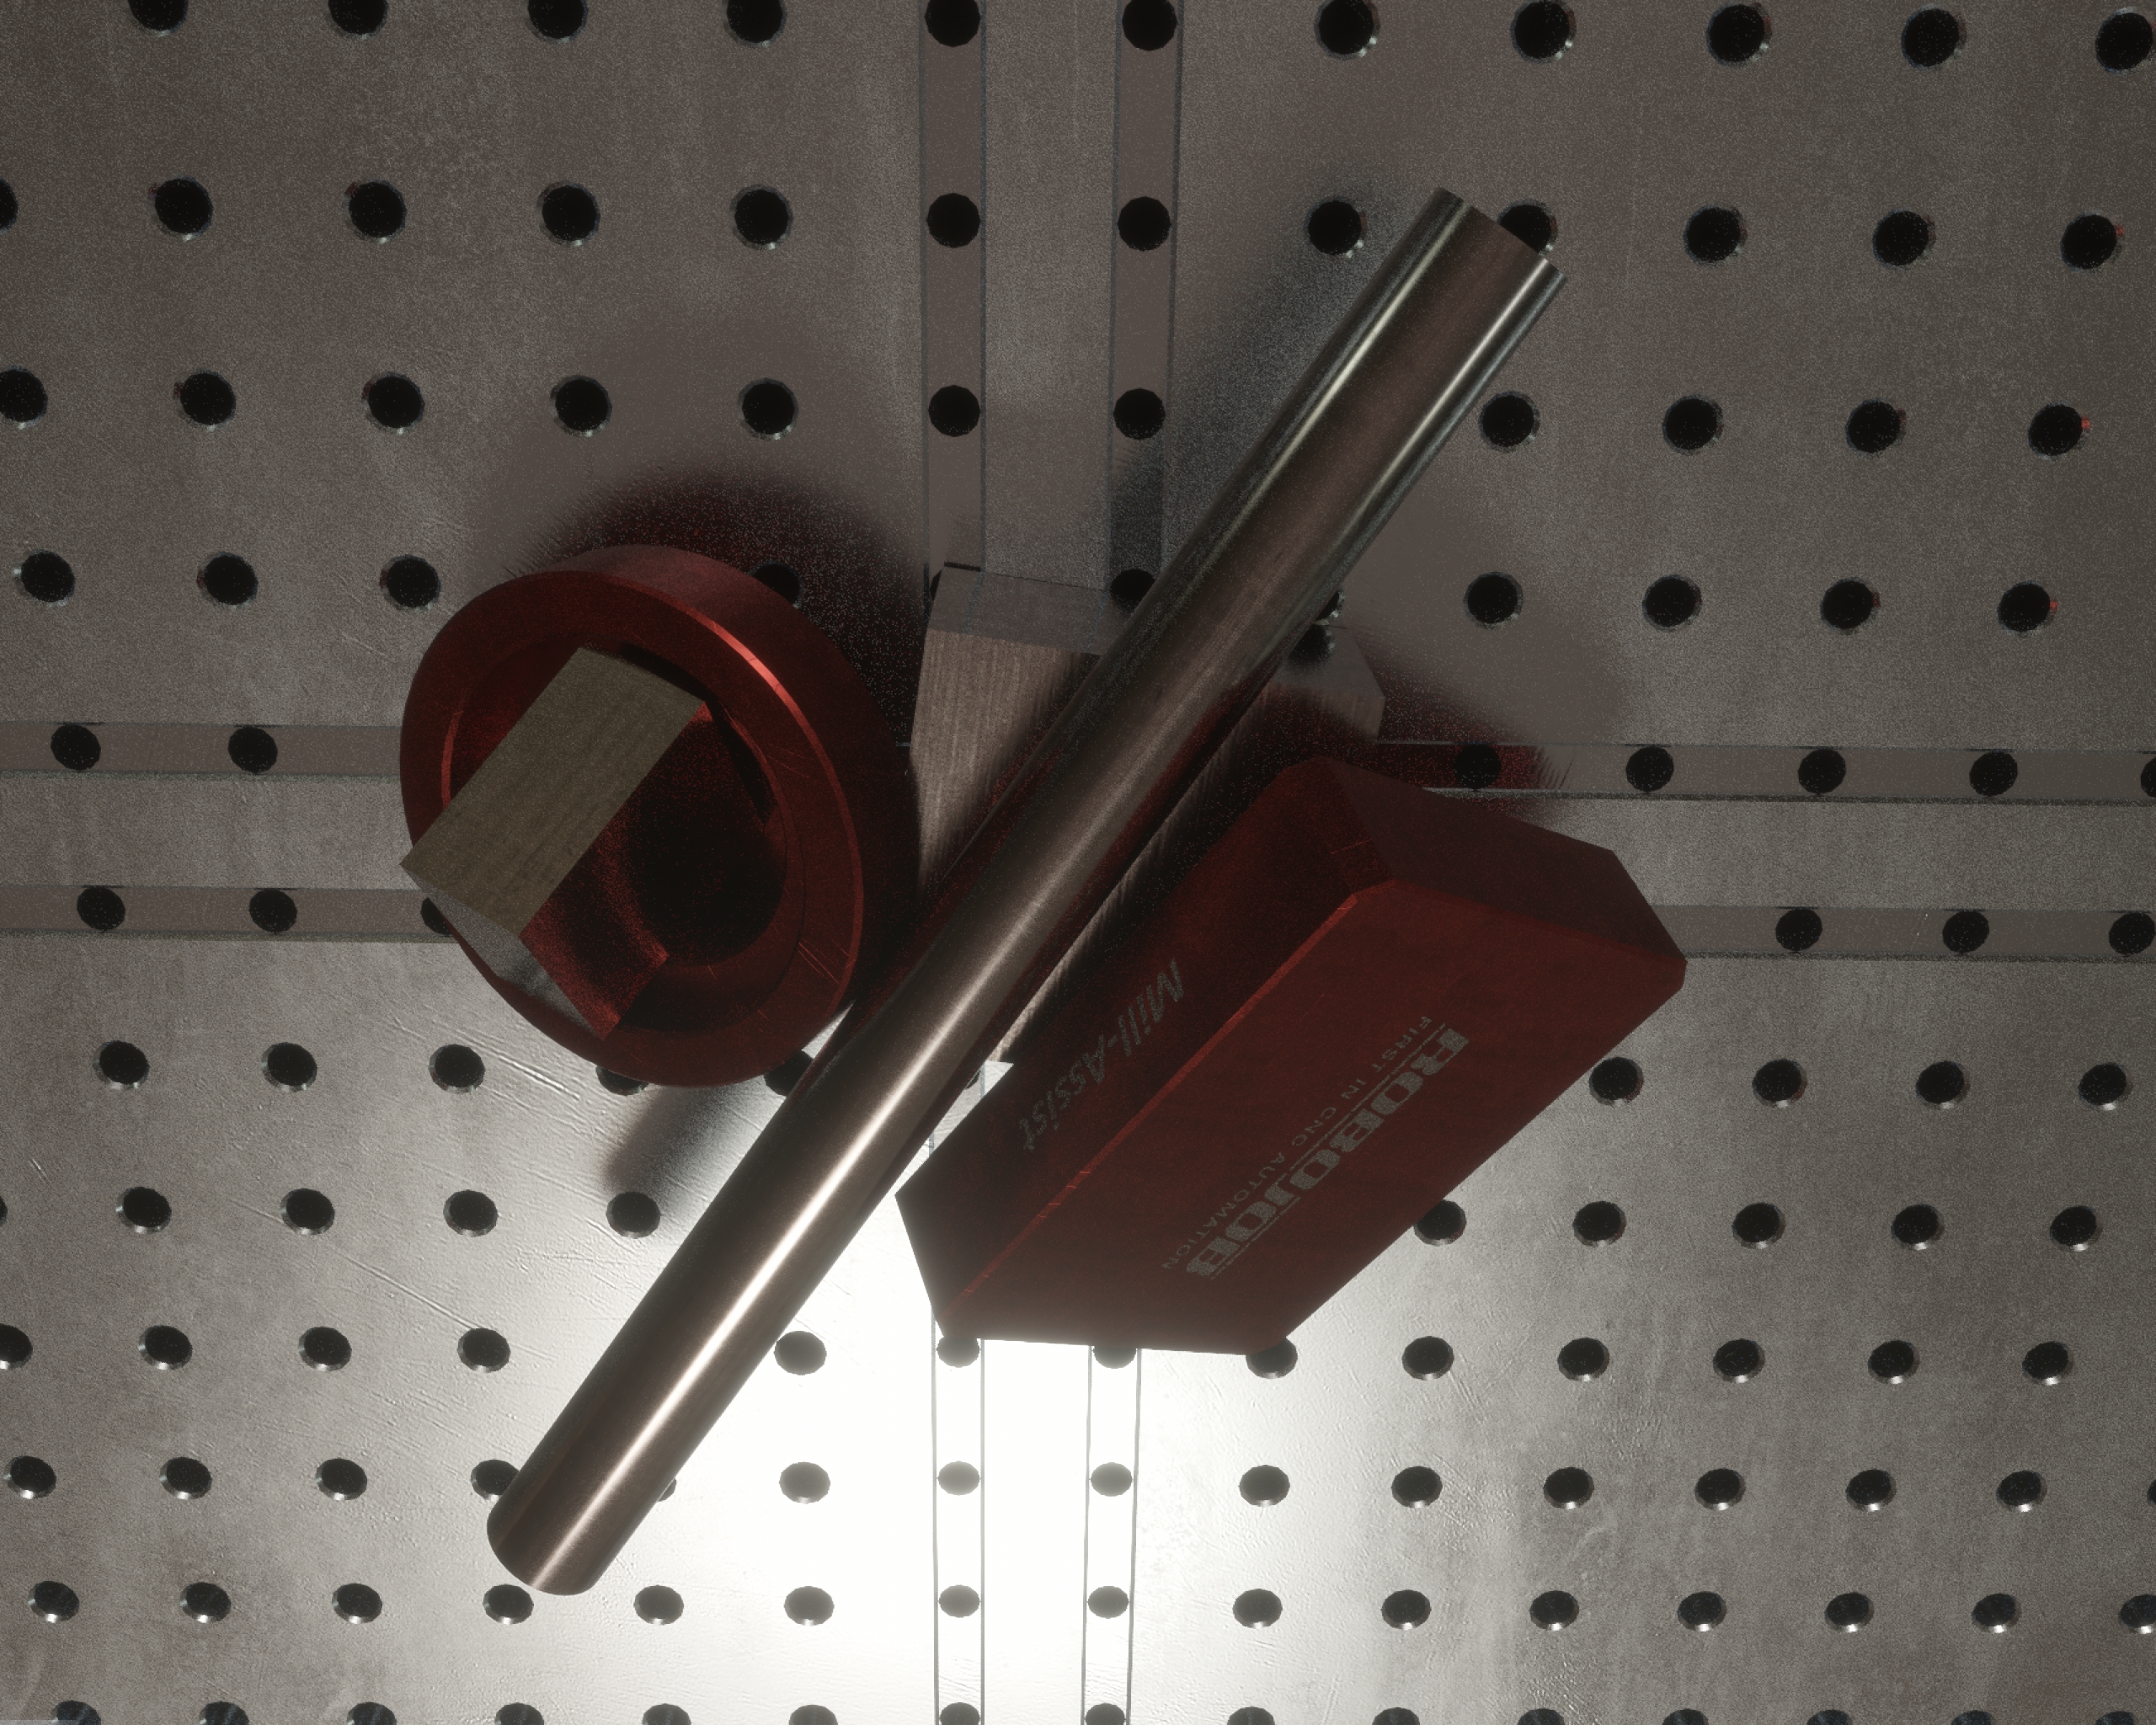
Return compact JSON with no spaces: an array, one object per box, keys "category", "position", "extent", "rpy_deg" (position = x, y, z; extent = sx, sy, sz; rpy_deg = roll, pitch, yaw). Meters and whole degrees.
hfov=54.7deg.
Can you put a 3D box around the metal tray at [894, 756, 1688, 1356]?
[{"category":"metal tray","position":[0.038,0.043,0.391],"extent":[0.091,0.030,0.129],"rpy_deg":[15,128,-39]}]

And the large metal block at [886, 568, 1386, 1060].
[{"category":"large metal block","position":[0.007,-0.006,0.397],"extent":[0.081,0.050,0.079],"rpy_deg":[8,110,-4]}]

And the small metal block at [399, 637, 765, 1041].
[{"category":"small metal block","position":[-0.085,-0.003,0.368],"extent":[0.025,0.050,0.050],"rpy_deg":[29,70,16]}]

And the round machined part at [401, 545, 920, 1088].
[{"category":"round machined part","position":[-0.072,-0.011,0.385],"extent":[0.098,0.042,0.097],"rpy_deg":[10,115,23]}]

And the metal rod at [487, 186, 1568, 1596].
[{"category":"metal rod","position":[-0.019,0.018,0.366],"extent":[0.025,0.025,0.299],"rpy_deg":[33,106,-12]}]
